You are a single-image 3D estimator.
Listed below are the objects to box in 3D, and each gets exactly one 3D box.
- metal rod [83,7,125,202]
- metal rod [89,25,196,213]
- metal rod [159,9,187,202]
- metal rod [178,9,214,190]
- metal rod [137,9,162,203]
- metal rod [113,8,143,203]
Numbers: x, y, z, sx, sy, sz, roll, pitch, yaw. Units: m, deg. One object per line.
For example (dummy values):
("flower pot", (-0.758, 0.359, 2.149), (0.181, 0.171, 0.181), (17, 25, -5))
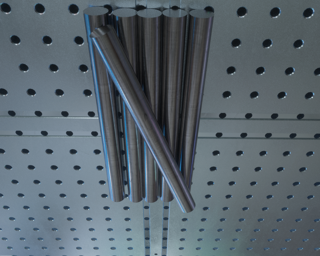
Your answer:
("metal rod", (-0.066, -0.004, 0.407), (0.025, 0.025, 0.298), (1, 130, -1))
("metal rod", (-0.007, 0.014, 0.390), (0.025, 0.025, 0.299), (-15, 129, 12))
("metal rod", (0.013, -0.003, 0.410), (0.025, 0.025, 0.298), (0, 130, -1))
("metal rod", (0.039, -0.002, 0.410), (0.025, 0.025, 0.298), (1, 130, -1))
("metal rod", (-0.013, -0.002, 0.408), (0.025, 0.025, 0.298), (0, 130, -1))
("metal rod", (-0.037, -0.002, 0.408), (0.025, 0.025, 0.298), (0, 130, -1))
